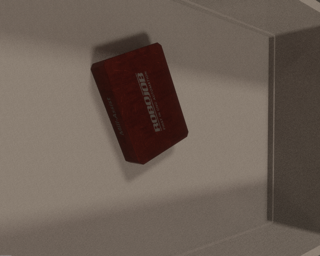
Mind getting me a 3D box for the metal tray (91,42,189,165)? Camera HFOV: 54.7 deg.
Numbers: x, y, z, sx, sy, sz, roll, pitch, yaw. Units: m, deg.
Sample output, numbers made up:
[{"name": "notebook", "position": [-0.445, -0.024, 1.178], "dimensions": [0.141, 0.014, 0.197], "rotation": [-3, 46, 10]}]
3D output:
[{"name": "metal tray", "position": [-0.021, -0.031, 0.388], "dimensions": [0.091, 0.030, 0.129], "rotation": [-30, 109, -36]}]
